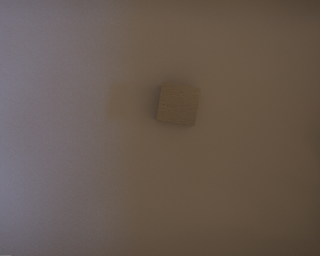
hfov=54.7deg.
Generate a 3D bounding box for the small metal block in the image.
[{"bbox_3d":[0.024,-0.031,0.412,0.050,0.025,0.050,9,90,-1],"label":"small metal block"}]
